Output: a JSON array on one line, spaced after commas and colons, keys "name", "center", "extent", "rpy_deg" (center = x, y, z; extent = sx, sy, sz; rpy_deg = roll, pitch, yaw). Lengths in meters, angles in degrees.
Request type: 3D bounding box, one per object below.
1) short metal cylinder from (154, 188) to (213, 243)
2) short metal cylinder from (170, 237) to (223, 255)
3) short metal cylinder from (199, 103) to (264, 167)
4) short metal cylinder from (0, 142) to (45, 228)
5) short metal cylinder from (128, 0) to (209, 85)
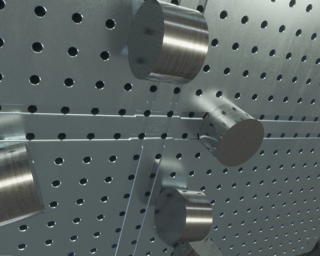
[{"name": "short metal cylinder", "center": [0.034, 0.134, 0.477], "extent": [0.050, 0.080, 0.079], "rpy_deg": [12, 112, -34]}, {"name": "short metal cylinder", "center": [0.066, 0.231, 0.555], "extent": [0.080, 0.080, 0.050], "rpy_deg": [25, 105, -37]}, {"name": "short metal cylinder", "center": [0.105, 0.010, 0.459], "extent": [0.081, 0.050, 0.079], "rpy_deg": [-14, 124, -21]}, {"name": "short metal cylinder", "center": [-0.158, 0.059, 0.326], "extent": [0.050, 0.080, 0.079], "rpy_deg": [-15, 125, -20]}, {"name": "short metal cylinder", "center": [0.006, -0.088, 0.324], "extent": [0.050, 0.080, 0.079], "rpy_deg": [2, 117, -30]}]
